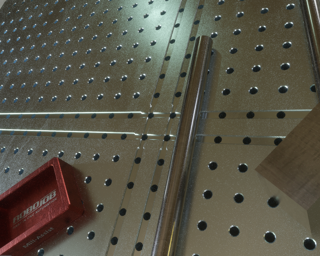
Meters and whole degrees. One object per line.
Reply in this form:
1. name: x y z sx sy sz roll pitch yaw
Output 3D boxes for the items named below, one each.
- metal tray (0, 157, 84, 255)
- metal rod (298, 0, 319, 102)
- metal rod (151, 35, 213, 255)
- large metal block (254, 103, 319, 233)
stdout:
1. metal tray: -0.176 0.112 0.428 0.130 0.030 0.090 -35 51 5
2. metal rod: 0.195 -0.155 0.400 0.025 0.025 0.299 -8 58 24
3. metal rod: 0.034 0.006 0.387 0.025 0.025 0.300 -1 61 28
4. large metal block: 0.139 0.038 0.277 0.080 0.080 0.050 -45 51 -3
